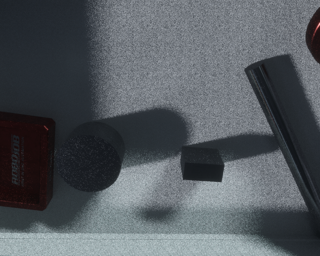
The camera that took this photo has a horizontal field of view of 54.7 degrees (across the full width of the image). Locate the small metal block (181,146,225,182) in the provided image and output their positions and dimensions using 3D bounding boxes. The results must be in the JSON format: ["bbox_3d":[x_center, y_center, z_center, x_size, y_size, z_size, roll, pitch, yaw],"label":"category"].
[{"bbox_3d":[0.055,0.048,0.417,0.050,0.050,0.025,4,110,-2],"label":"small metal block"}]

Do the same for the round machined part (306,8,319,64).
[{"bbox_3d":[0.221,-0.105,0.346,0.099,0.042,0.097,-1,137,0],"label":"round machined part"}]

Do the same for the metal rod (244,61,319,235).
[{"bbox_3d":[0.189,0.045,0.430,0.025,0.025,0.299,-28,108,9],"label":"metal rod"}]

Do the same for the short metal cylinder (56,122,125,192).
[{"bbox_3d":[-0.089,0.037,0.410,0.081,0.050,0.079,0,110,-1],"label":"short metal cylinder"}]

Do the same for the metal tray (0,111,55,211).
[{"bbox_3d":[-0.195,0.046,0.422,0.091,0.030,0.129,8,110,-4],"label":"metal tray"}]
